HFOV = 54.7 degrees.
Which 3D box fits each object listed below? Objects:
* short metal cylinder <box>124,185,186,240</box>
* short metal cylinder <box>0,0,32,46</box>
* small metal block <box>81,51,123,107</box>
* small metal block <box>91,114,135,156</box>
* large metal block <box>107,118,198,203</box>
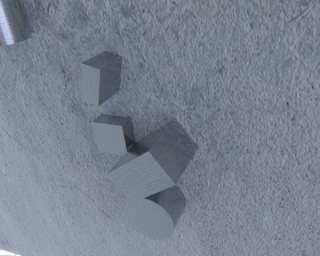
[{"bbox_3d":[-0.007,0.120,0.467,0.080,0.050,0.079,13,124,20],"label":"short metal cylinder"},{"bbox_3d":[-0.212,-0.137,0.396,0.080,0.080,0.050,9,122,23],"label":"short metal cylinder"},{"bbox_3d":[-0.073,-0.063,0.389,0.025,0.050,0.050,22,127,15],"label":"small metal block"},{"bbox_3d":[-0.066,0.010,0.446,0.050,0.025,0.050,7,122,24],"label":"small metal block"},{"bbox_3d":[-0.008,0.042,0.400,0.080,0.080,0.050,-31,101,37],"label":"large metal block"}]
